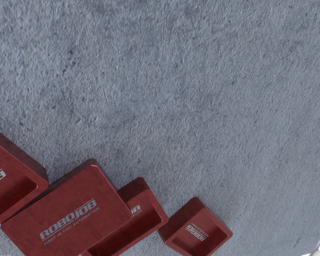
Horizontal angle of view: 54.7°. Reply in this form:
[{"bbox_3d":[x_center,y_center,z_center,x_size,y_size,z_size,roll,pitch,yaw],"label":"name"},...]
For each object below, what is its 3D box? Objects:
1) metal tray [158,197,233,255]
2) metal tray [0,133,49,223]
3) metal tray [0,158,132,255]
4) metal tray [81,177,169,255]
[{"bbox_3d":[0.067,0.188,0.555,0.090,0.030,0.130,-42,130,1],"label":"metal tray"},{"bbox_3d":[-0.202,0.070,0.336,0.130,0.030,0.090,-37,129,-3],"label":"metal tray"},{"bbox_3d":[-0.113,0.111,0.389,0.130,0.030,0.090,-34,107,-7],"label":"metal tray"},{"bbox_3d":[-0.060,0.141,0.457,0.131,0.030,0.090,-32,129,-8],"label":"metal tray"}]
